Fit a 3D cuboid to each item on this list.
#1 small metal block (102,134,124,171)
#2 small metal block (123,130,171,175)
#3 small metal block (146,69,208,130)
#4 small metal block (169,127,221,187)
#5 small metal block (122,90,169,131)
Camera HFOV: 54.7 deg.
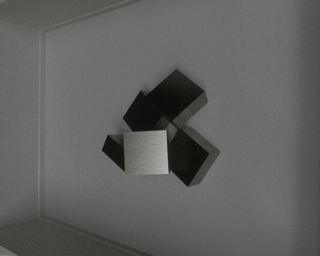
[{"bbox_3d":[-0.041,0.032,0.419,0.050,0.050,0.025,36,112,34],"label":"small metal block"},{"bbox_3d":[-0.015,0.029,0.368,0.050,0.025,0.050,-3,87,7],"label":"small metal block"},{"bbox_3d":[0.020,-0.035,0.372,0.050,0.025,0.050,-42,60,-6],"label":"small metal block"},{"bbox_3d":[0.036,0.034,0.373,0.050,0.025,0.050,42,115,31],"label":"small metal block"},{"bbox_3d":[-0.016,-0.015,0.415,0.050,0.025,0.050,51,120,27],"label":"small metal block"}]
